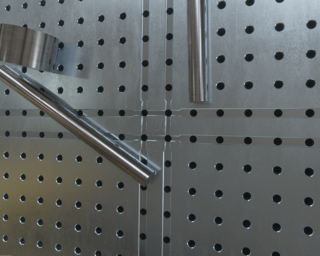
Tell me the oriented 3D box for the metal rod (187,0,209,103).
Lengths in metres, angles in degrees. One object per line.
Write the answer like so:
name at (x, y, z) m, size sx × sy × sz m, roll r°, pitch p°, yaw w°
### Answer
metal rod at (0.046, -0.182, 0.395) m, size 0.025 × 0.025 × 0.298 m, roll -1°, pitch 90°, yaw 19°

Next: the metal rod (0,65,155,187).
metal rod at (-0.134, -0.011, 0.458) m, size 0.300 × 0.025 × 0.025 m, roll 34°, pitch 101°, yaw 16°

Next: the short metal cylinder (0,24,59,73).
short metal cylinder at (-0.192, -0.114, 0.449) m, size 0.080 × 0.080 × 0.050 m, roll 13°, pitch 95°, yaw 19°
